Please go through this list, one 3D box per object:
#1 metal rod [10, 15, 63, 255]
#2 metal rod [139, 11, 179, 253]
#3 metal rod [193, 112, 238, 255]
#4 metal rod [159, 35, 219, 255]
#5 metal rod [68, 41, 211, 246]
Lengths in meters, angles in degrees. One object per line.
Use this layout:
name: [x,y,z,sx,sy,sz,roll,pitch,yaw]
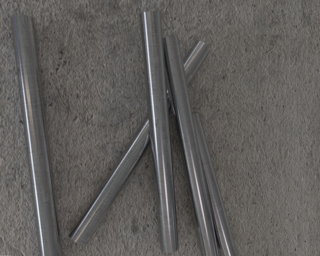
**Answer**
metal rod: [-0.140,0.024,0.357,0.025,0.025,0.298,-7,92,-20]
metal rod: [0.001,0.014,0.383,0.025,0.025,0.298,-9,103,-20]
metal rod: [0.082,0.124,0.439,0.025,0.025,0.298,-18,96,-19]
metal rod: [0.040,0.033,0.405,0.025,0.025,0.298,-16,102,-19]
metal rod: [-0.020,0.011,0.401,0.025,0.025,0.300,36,78,-17]
